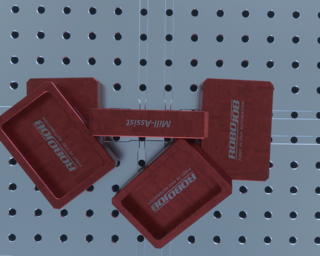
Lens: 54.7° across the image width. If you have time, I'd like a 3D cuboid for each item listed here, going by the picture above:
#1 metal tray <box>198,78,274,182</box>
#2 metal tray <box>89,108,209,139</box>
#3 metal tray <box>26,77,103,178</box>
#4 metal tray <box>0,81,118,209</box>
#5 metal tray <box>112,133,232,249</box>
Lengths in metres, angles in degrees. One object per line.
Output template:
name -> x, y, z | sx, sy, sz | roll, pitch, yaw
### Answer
metal tray -> 0.098, 0.002, 0.411 | 0.091, 0.030, 0.129 | 3, 90, -1
metal tray -> -0.012, -0.005, 0.380 | 0.131, 0.090, 0.030 | 2, 90, -1
metal tray -> -0.124, 0.000, 0.409 | 0.091, 0.030, 0.129 | -1, 91, 0
metal tray -> -0.126, 0.020, 0.377 | 0.090, 0.030, 0.130 | -38, 91, -1
metal tray -> 0.014, 0.081, 0.392 | 0.130, 0.030, 0.090 | -43, 91, 17
